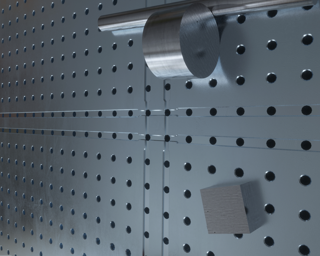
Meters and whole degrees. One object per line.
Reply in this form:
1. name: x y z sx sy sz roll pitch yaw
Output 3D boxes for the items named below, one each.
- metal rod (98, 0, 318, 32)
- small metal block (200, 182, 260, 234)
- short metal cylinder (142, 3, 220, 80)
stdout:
1. metal rod: 0.029 -0.144 0.383 0.300 0.025 0.025 8 95 39
2. small metal block: 0.077 0.089 0.345 0.050 0.025 0.050 -16 80 38
3. short metal cylinder: 0.026 -0.095 0.351 0.050 0.081 0.079 4 93 39
